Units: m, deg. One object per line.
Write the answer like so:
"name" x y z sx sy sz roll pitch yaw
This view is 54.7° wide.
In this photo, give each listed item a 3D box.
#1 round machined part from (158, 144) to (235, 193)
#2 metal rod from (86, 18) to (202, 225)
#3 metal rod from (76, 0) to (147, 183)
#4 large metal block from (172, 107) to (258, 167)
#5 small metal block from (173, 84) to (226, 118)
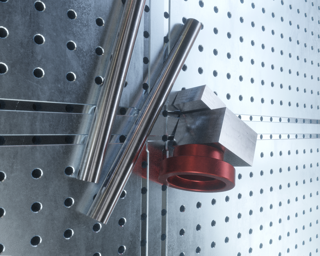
"round machined part" 0.049 0.052 0.407 0.098 0.098 0.042 27 59 -37
"metal rod" -0.012 -0.023 0.401 0.025 0.025 0.300 39 66 -34
"metal rod" -0.047 -0.084 0.371 0.025 0.025 0.299 22 76 -38
"large metal block" 0.078 0.017 0.438 0.080 0.080 0.050 33 63 -36
"small metal block" 0.057 -0.033 0.441 0.050 0.050 0.025 39 60 -34
